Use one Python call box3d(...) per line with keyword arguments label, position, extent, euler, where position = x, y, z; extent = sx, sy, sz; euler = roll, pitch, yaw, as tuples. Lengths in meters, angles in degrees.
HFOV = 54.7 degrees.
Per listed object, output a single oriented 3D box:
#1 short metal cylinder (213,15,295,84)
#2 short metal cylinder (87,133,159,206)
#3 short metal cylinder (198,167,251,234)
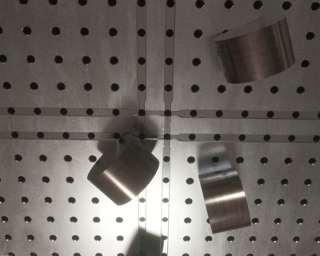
box3d(label="short metal cylinder", position=(0.106, -0.090, 0.353), extent=(0.080, 0.080, 0.050), euler=(-19, 109, 6))
box3d(label="short metal cylinder", position=(-0.047, 0.053, 0.403), extent=(0.080, 0.080, 0.050), euler=(-40, 106, 13))
box3d(label="short metal cylinder", position=(0.086, 0.098, 0.422), extent=(0.050, 0.080, 0.080), euler=(-14, 110, 5))
